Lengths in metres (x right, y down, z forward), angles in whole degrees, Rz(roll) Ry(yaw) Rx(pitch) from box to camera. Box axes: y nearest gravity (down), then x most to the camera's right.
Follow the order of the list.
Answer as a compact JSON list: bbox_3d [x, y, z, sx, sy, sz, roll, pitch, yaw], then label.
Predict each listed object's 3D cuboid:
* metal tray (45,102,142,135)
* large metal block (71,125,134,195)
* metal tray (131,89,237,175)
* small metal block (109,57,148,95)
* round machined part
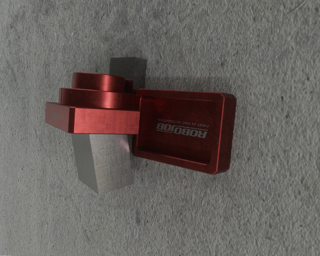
[{"bbox_3d":[-0.094,-0.015,0.417,0.130,0.091,0.030,12,99,57],"label":"metal tray"},{"bbox_3d":[-0.082,0.037,0.431,0.080,0.050,0.079,11,111,57],"label":"large metal block"},{"bbox_3d":[0.024,0.000,0.382,0.130,0.030,0.089,8,95,39],"label":"metal tray"},{"bbox_3d":[-0.047,-0.074,0.443,0.050,0.025,0.050,9,95,39],"label":"small metal block"},{"bbox_3d":[-0.082,-0.049,0.410,0.098,0.099,0.042,8,95,39],"label":"round machined part"}]
